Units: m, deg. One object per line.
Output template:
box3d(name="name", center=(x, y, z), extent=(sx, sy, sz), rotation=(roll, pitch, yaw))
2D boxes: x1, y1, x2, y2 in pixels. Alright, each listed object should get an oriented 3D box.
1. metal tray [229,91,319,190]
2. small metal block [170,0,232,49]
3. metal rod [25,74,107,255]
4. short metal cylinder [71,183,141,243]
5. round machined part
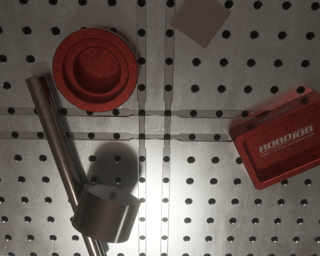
box3d(name="metal tray", center=(0.172, 0.019, 0.420), extent=(0.130, 0.030, 0.090), rotation=(-26, 109, 8))
box3d(name="small metal block", center=(0.047, -0.130, 0.366), extent=(0.050, 0.025, 0.050), rotation=(32, 107, -12))
box3d(name="metal rod", center=(-0.125, 0.073, 0.438), extent=(0.025, 0.025, 0.298), rotation=(-11, 110, 4))
box3d(name="short metal cylinder", center=(-0.072, 0.113, 0.418), extent=(0.080, 0.080, 0.050), rotation=(19, 90, -7))
box3d(name="round machined part", center=(-0.075, -0.072, 0.377), extent=(0.099, 0.042, 0.097), rotation=(0, 110, -1))
